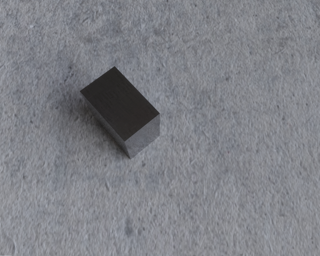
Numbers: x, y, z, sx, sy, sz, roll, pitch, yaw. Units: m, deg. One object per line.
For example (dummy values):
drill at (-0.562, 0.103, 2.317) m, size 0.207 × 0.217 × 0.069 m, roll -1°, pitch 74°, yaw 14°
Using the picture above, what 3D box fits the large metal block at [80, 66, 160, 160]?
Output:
large metal block at (-0.046, -0.016, 0.384) m, size 0.050 × 0.080 × 0.080 m, roll -40°, pitch 75°, yaw -13°
